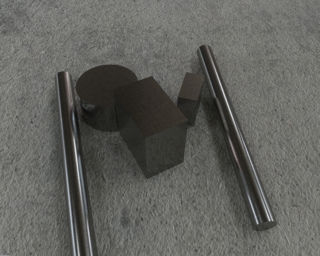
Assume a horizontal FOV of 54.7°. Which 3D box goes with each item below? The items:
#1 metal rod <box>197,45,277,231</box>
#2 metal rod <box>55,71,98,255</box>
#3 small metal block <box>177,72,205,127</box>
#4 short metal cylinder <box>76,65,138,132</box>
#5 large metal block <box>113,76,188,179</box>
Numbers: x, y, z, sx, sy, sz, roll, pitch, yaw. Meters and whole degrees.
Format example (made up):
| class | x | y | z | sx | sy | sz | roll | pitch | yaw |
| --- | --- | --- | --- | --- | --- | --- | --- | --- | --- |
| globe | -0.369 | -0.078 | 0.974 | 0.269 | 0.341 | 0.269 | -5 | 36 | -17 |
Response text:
| class | x | y | z | sx | sy | sz | roll | pitch | yaw |
| --- | --- | --- | --- | --- | --- | --- | --- | --- | --- |
| metal rod | 0.091 | -0.013 | 0.414 | 0.025 | 0.025 | 0.300 | -5 | 50 | -5 |
| metal rod | -0.104 | 0.036 | 0.371 | 0.025 | 0.025 | 0.300 | -12 | 51 | -10 |
| small metal block | 0.041 | -0.039 | 0.420 | 0.025 | 0.050 | 0.050 | 12 | 51 | 10 |
| short metal cylinder | -0.068 | -0.041 | 0.421 | 0.081 | 0.050 | 0.080 | 0 | 50 | 0 |
| large metal block | -0.012 | -0.001 | 0.368 | 0.050 | 0.080 | 0.080 | -23 | 54 | -18 |
